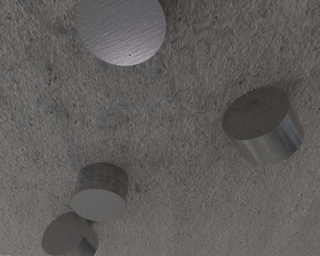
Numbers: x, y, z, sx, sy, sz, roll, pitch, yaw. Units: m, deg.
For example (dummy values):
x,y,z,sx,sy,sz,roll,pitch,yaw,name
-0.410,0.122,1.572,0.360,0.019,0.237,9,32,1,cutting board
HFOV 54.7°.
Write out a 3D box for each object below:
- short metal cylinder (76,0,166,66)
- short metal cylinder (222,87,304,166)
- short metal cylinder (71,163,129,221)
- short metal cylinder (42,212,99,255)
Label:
x,y,z,sx,sy,sz,roll,pitch,yaw,name
-0.035,-0.108,0.299,0.081,0.050,0.079,0,130,0,short metal cylinder
0.122,-0.002,0.370,0.080,0.080,0.050,-28,125,21,short metal cylinder
-0.090,0.099,0.474,0.081,0.050,0.079,0,130,0,short metal cylinder
-0.153,0.193,0.534,0.080,0.080,0.050,-12,129,10,short metal cylinder
